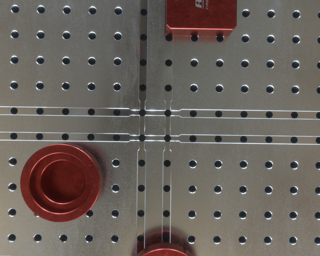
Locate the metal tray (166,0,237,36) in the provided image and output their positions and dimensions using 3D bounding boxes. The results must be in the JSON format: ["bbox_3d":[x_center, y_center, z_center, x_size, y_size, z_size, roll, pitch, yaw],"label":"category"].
[{"bbox_3d":[0.054,-0.191,0.412,0.091,0.030,0.129,1,90,-1],"label":"metal tray"}]

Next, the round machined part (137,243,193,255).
[{"bbox_3d":[0.006,0.198,0.405,0.099,0.042,0.097,0,90,-1],"label":"round machined part"}]

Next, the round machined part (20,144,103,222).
[{"bbox_3d":[-0.124,0.068,0.403,0.099,0.042,0.097,0,90,-1],"label":"round machined part"}]
